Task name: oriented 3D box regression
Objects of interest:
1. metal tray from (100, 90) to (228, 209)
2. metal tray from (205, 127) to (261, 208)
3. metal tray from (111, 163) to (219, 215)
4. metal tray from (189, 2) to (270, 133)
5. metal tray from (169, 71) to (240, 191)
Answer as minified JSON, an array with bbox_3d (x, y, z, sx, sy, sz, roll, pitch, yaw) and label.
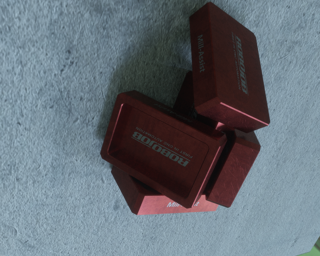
[{"bbox_3d":[0.000,0.022,0.360,0.030,0.130,0.089,-26,140,-62],"label":"metal tray"},{"bbox_3d":[0.091,0.032,0.415,0.030,0.130,0.089,20,112,-1],"label":"metal tray"},{"bbox_3d":[0.010,0.073,0.418,0.131,0.090,0.030,7,115,-32],"label":"metal tray"},{"bbox_3d":[0.078,-0.067,0.351,0.091,0.130,0.030,19,149,-36],"label":"metal tray"},{"bbox_3d":[0.046,0.004,0.395,0.030,0.090,0.129,7,115,-32],"label":"metal tray"}]
